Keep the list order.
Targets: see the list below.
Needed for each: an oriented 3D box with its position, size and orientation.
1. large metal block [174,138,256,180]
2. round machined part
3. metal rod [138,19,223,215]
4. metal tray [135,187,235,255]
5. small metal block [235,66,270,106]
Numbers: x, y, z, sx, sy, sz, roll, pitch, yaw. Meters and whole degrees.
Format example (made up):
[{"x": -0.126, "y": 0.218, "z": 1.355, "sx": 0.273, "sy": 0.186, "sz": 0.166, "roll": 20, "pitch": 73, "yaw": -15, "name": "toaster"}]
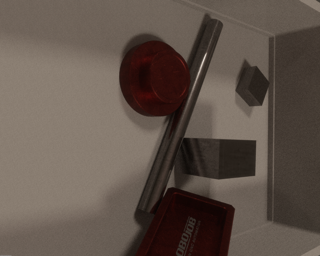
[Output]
[{"x": 0.078, "y": 0.040, "z": 0.439, "sx": 0.081, "sy": 0.080, "sz": 0.050, "roll": 3, "pitch": 88, "yaw": -40, "name": "large metal block"}, {"x": 0.001, "y": -0.064, "z": 0.398, "sx": 0.099, "sy": 0.042, "sz": 0.097, "roll": 0, "pitch": 90, "yaw": -40, "name": "round machined part"}, {"x": 0.035, "y": -0.027, "z": 0.437, "sx": 0.025, "sy": 0.025, "sz": 0.299, "roll": 33, "pitch": 69, "yaw": -36, "name": "metal rod"}, {"x": 0.033, "y": 0.130, "z": 0.360, "sx": 0.131, "sy": 0.090, "sz": 0.030, "roll": -54, "pitch": 156, "yaw": -58, "name": "metal tray"}, {"x": 0.164, "y": -0.073, "z": 0.548, "sx": 0.050, "sy": 0.025, "sz": 0.050, "roll": 38, "pitch": 67, "yaw": -34, "name": "small metal block"}]
